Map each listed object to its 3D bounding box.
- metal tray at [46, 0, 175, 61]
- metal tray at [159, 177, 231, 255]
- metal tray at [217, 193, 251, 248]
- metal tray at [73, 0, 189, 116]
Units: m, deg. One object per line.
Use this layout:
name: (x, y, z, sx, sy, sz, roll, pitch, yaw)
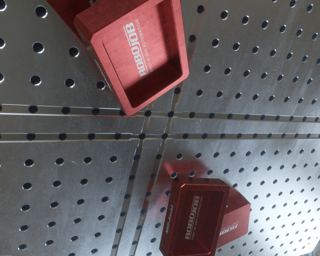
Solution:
metal tray: (-0.039, -0.140, 0.299, 0.130, 0.030, 0.090, -40, 129, -1)
metal tray: (0.056, 0.146, 0.500, 0.091, 0.030, 0.129, 7, 100, -24)
metal tray: (0.104, 0.184, 0.577, 0.131, 0.030, 0.089, -18, 126, -18)
metal tray: (-0.019, -0.077, 0.314, 0.090, 0.030, 0.130, -35, 152, -9)
